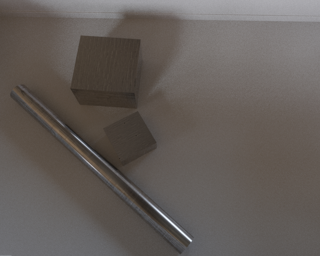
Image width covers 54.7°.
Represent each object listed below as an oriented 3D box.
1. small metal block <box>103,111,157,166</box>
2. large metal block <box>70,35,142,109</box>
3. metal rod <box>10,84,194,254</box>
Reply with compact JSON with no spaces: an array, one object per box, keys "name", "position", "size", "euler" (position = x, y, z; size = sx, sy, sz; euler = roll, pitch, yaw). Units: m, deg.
[{"name":"small metal block","position":[-0.038,0.014,0.404],"size":[0.050,0.025,0.050],"euler":[-28,73,-10]},{"name":"large metal block","position":[-0.069,-0.075,0.423],"size":[0.081,0.050,0.080],"euler":[4,70,1]},{"name":"metal rod","position":[-0.081,0.043,0.392],"size":[0.300,0.025,0.025],"euler":[40,75,13]}]
